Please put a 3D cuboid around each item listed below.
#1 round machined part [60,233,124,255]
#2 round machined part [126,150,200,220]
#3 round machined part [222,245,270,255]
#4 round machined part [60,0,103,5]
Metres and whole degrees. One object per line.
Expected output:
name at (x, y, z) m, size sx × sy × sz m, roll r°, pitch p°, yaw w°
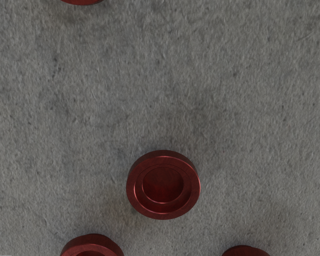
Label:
round machined part at (-0.103, 0.202, 0.474) m, size 0.099 × 0.042 × 0.097 m, roll 0°, pitch 110°, yaw -1°
round machined part at (0.004, 0.074, 0.428) m, size 0.099 × 0.042 × 0.097 m, roll 0°, pitch 110°, yaw -1°
round machined part at (0.131, 0.225, 0.486) m, size 0.099 × 0.042 × 0.097 m, roll 0°, pitch 110°, yaw -1°
round machined part at (-0.090, -0.184, 0.332) m, size 0.099 × 0.042 × 0.097 m, roll 0°, pitch 110°, yaw -1°
